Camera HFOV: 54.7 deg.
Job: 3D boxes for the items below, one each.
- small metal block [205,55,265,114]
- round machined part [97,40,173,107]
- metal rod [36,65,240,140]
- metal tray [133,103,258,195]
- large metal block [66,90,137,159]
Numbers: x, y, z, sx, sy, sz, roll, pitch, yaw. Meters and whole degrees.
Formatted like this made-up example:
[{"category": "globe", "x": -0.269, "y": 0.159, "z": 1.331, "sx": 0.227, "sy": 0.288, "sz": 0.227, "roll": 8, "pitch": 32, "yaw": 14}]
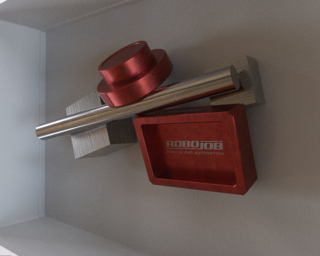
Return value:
[{"category": "small metal block", "x": 0.081, "y": -0.045, "z": 0.337, "sx": 0.050, "sy": 0.025, "sz": 0.050, "roll": -15, "pitch": 81, "yaw": 38}, {"category": "round machined part", "x": -0.037, "y": -0.072, "z": 0.383, "sx": 0.098, "sy": 0.098, "sz": 0.042, "roll": -6, "pitch": 127, "yaw": 39}, {"category": "metal rod", "x": -0.050, "y": -0.022, "z": 0.386, "sx": 0.300, "sy": 0.025, "sz": 0.025, "roll": -13, "pitch": 82, "yaw": 31}, {"category": "metal tray", "x": 0.036, "y": 0.023, "z": 0.352, "sx": 0.130, "sy": 0.030, "sz": 0.089, "roll": -2, "pitch": 108, "yaw": 39}, {"category": "large metal block", "x": -0.088, "y": -0.004, "z": 0.458, "sx": 0.080, "sy": 0.050, "sz": 0.080, "roll": -23, "pitch": 76, "yaw": 37}]
